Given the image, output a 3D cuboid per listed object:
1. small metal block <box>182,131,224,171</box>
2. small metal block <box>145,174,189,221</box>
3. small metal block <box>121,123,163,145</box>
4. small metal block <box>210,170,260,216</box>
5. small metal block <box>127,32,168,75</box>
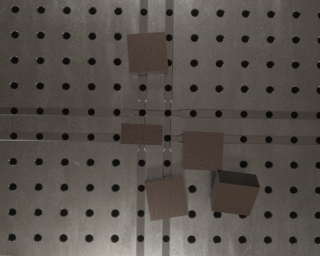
[{"bbox_3d":[0.057,0.030,0.414,0.050,0.025,0.050,3,90,-1],"label":"small metal block"},{"bbox_3d":[0.009,0.092,0.414,0.050,0.025,0.050,-9,90,-1],"label":"small metal block"},{"bbox_3d":[-0.022,0.008,0.401,0.050,0.050,0.025,2,90,-1],"label":"small metal block"},{"bbox_3d":[0.096,0.085,0.404,0.050,0.025,0.050,7,121,-1],"label":"small metal block"},{"bbox_3d":[-0.016,-0.098,0.413,0.050,0.025,0.050,-4,90,-1],"label":"small metal block"}]
